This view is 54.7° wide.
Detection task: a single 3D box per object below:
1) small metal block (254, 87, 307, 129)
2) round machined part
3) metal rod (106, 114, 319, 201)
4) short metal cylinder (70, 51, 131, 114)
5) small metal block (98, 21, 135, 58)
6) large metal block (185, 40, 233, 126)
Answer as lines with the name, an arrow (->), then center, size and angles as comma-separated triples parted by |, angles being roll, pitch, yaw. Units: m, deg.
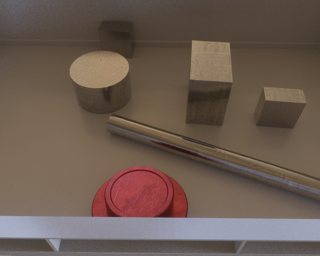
small metal block -> 0.158, -0.026, 0.413 | 0.050, 0.050, 0.025 | 5, 50, 3
round machined part -> -0.021, 0.078, 0.318 | 0.099, 0.042, 0.098 | 1, 40, 0
metal rod -> 0.075, 0.037, 0.374 | 0.301, 0.025, 0.025 | 17, 52, 13
short metal cylinder -> -0.083, -0.066, 0.443 | 0.081, 0.050, 0.080 | 0, 50, 0
small metal block -> -0.070, -0.145, 0.510 | 0.050, 0.050, 0.025 | 6, 50, 4
large metal block -> 0.064, -0.060, 0.421 | 0.050, 0.080, 0.080 | 4, 50, 3
